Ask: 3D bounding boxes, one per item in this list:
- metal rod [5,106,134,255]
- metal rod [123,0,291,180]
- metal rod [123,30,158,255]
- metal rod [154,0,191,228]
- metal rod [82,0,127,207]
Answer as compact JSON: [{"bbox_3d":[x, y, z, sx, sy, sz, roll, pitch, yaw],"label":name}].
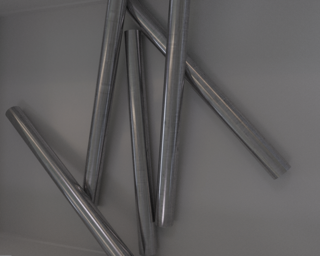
[{"bbox_3d":[-0.135,0.072,0.435,0.300,0.025,0.025,45,104,23],"label":"metal rod"},{"bbox_3d":[0.049,-0.060,0.393,0.025,0.025,0.300,-43,77,15],"label":"metal rod"},{"bbox_3d":[-0.027,0.018,0.419,0.025,0.025,0.298,-5,88,20],"label":"metal rod"},{"bbox_3d":[0.015,-0.021,0.385,0.025,0.025,0.298,7,100,20],"label":"metal rod"},{"bbox_3d":[-0.078,-0.031,0.424,0.025,0.025,0.298,13,99,19],"label":"metal rod"}]
